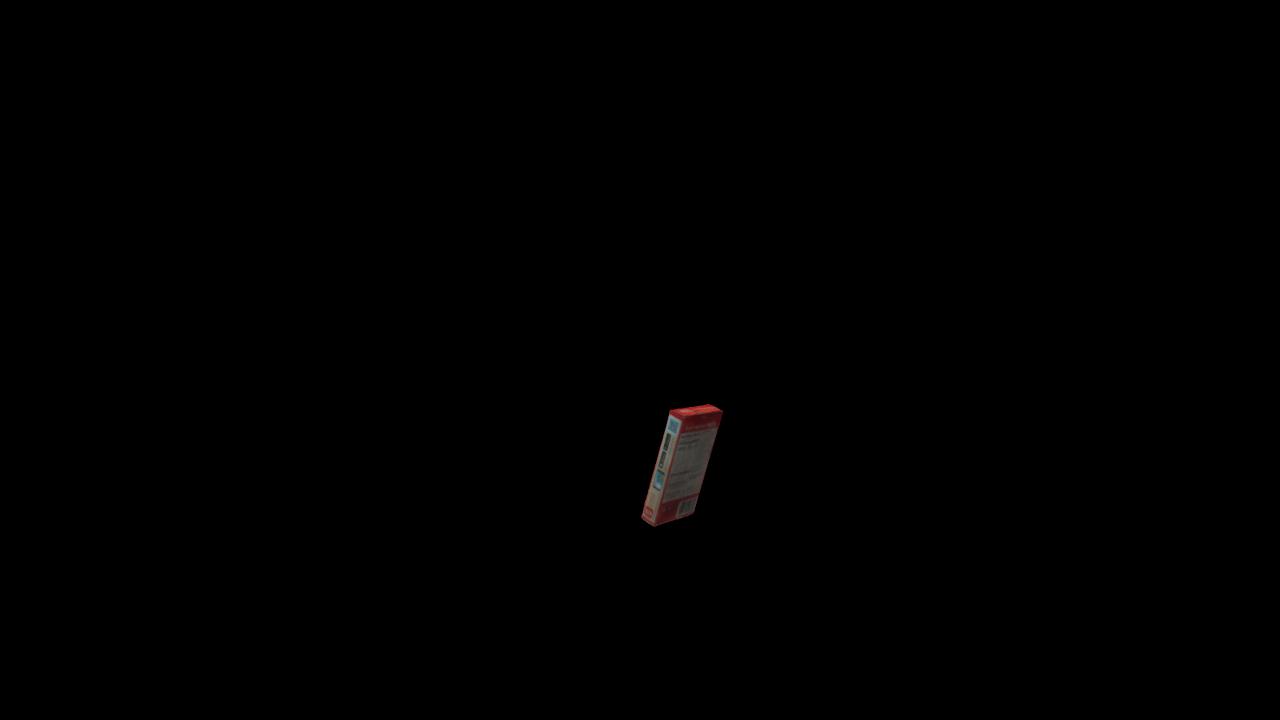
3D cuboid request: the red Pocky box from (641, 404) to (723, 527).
[{"bbox_3d":[0.054,0.133,0.789,0.083,0.155,0.028,-2,22,-46],"label":"red Pocky box"}]
